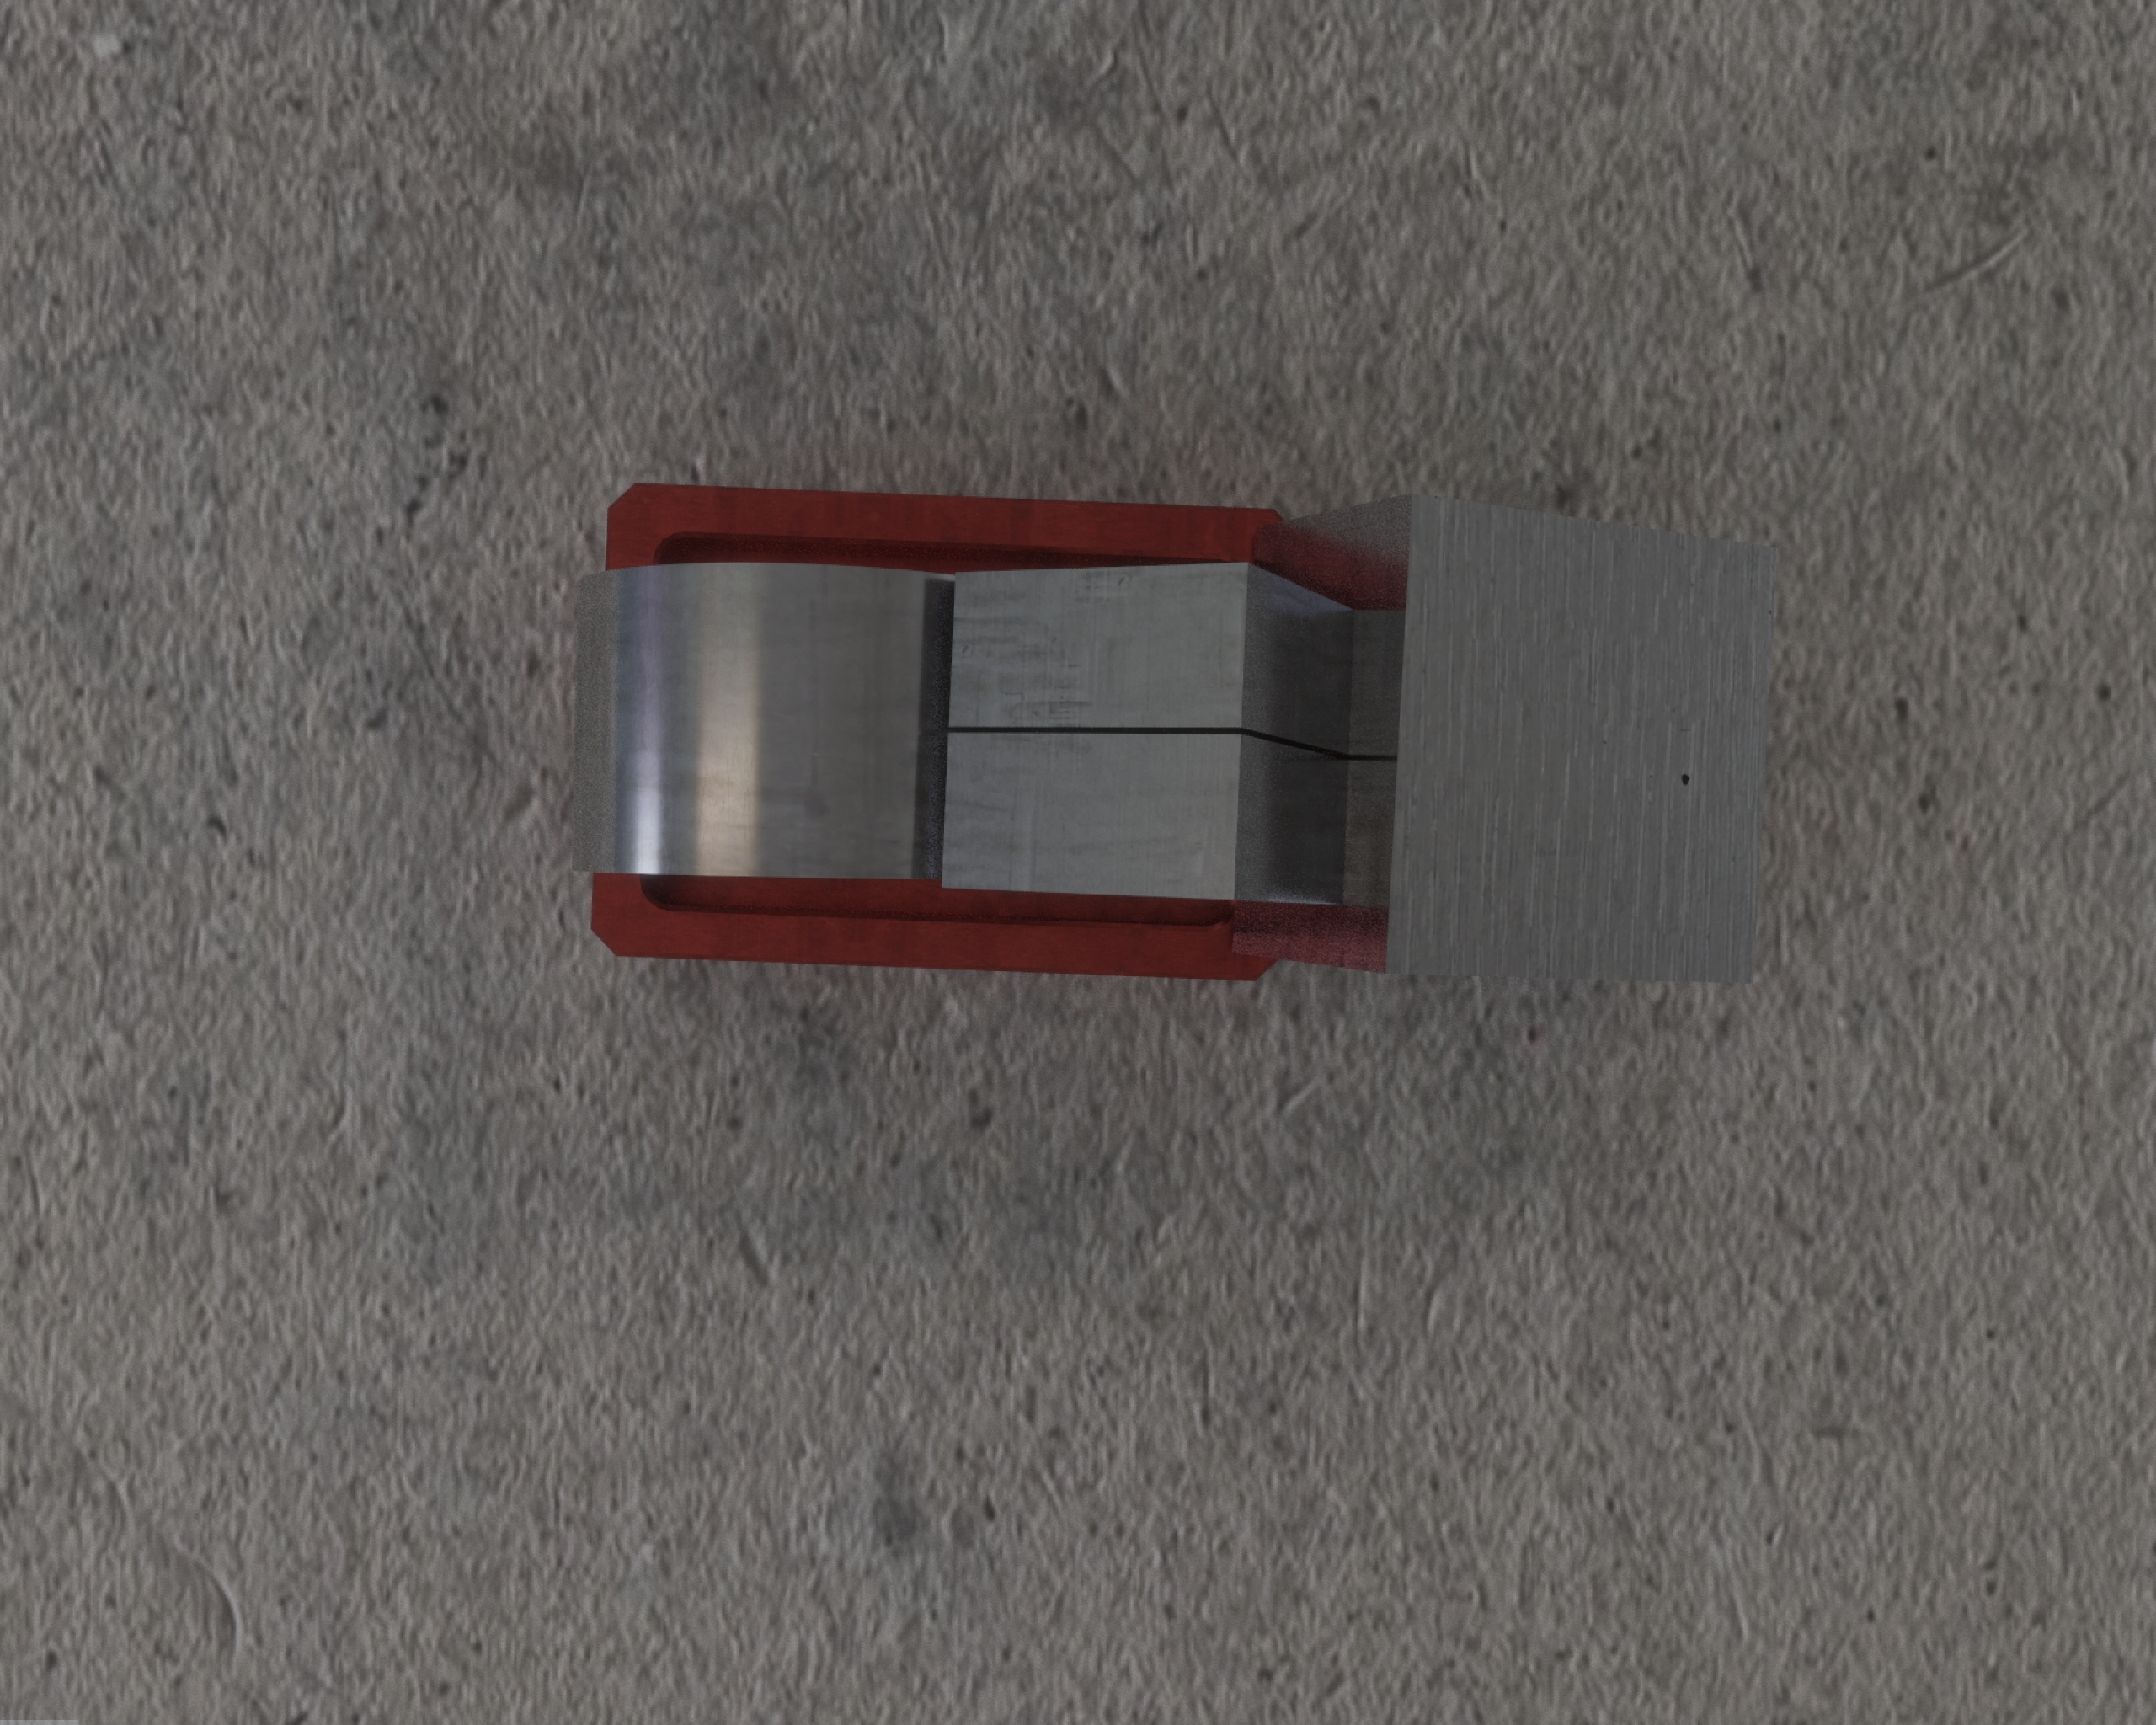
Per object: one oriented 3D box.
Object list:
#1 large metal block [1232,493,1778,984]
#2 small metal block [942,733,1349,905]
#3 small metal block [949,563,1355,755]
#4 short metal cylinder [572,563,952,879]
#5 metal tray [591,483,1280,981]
[{"bbox_3d":[0.078,-0.020,0.385,0.081,0.050,0.080,3,90,-26],"label":"large metal block"},{"bbox_3d":[0.012,-0.007,0.346,0.050,0.050,0.025,2,89,26],"label":"small metal block"},{"bbox_3d":[0.013,-0.033,0.346,0.050,0.050,0.025,2,89,26],"label":"small metal block"},{"bbox_3d":[-0.048,-0.023,0.370,0.081,0.080,0.050,1,90,0],"label":"short metal cylinder"},{"bbox_3d":[-0.025,-0.025,0.408,0.131,0.030,0.089,2,90,0],"label":"metal tray"}]
